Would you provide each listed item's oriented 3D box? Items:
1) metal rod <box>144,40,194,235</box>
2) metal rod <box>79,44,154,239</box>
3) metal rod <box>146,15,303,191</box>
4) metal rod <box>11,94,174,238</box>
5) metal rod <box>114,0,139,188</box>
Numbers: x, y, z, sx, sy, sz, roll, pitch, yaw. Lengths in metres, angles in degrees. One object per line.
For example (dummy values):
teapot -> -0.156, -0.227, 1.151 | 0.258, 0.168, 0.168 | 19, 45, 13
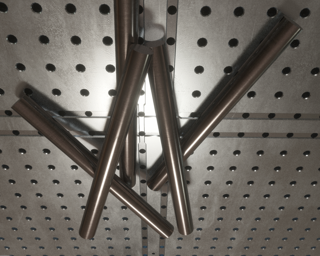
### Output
metal rod -> 0.017, 0.034, 0.412 | 0.025, 0.025, 0.298 | -7, 121, 6
metal rod -> -0.064, 0.039, 0.392 | 0.025, 0.025, 0.298 | 14, 122, -12
metal rod -> 0.064, -0.010, 0.403 | 0.025, 0.025, 0.298 | 23, 126, -19
metal rod -> -0.081, 0.067, 0.441 | 0.025, 0.025, 0.300 | -32, 116, 24
metal rod -> -0.041, -0.028, 0.386 | 0.025, 0.025, 0.298 | 2, 130, -3
